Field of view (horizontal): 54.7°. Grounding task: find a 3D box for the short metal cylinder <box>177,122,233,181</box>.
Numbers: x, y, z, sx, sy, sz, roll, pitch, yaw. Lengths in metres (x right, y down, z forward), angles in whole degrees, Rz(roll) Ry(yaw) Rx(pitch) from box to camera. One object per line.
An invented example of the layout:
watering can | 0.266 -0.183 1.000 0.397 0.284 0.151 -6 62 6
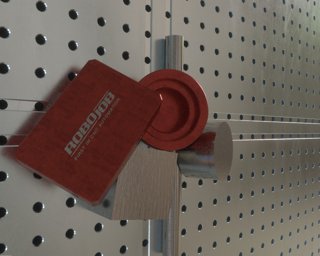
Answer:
short metal cylinder | 0.065 0.031 0.430 0.080 0.050 0.079 -1 91 -60

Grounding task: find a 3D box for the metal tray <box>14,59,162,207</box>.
metal tray | -0.067 0.001 0.317 0.090 0.030 0.130 29 67 5

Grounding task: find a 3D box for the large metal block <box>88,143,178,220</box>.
large metal block | -0.030 0.063 0.368 0.081 0.050 0.080 13 82 -39

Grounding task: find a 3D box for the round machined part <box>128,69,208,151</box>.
round machined part | 0.007 -0.021 0.387 0.099 0.042 0.097 0 89 -15

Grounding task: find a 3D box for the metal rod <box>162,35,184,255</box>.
metal rod | 0.018 0.025 0.425 0.025 0.025 0.298 2 89 -40
